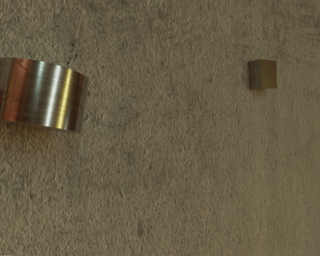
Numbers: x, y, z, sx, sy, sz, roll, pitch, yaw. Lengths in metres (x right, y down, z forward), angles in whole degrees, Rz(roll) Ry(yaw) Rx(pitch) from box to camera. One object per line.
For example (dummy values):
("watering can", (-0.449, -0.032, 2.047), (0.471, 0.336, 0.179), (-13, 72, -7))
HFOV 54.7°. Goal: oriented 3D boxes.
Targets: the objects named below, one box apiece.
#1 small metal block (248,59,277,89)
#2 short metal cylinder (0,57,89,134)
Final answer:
("small metal block", (0.186, -0.096, 0.560), (0.050, 0.025, 0.050), (-5, 94, -40))
("short metal cylinder", (-0.108, -0.026, 0.278), (0.081, 0.080, 0.050), (12, 83, -39))
